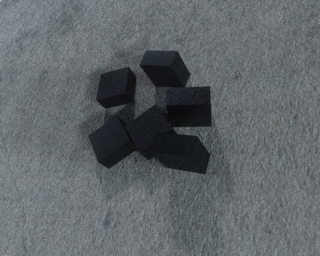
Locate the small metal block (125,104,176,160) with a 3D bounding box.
[{"bbox_3d":[-0.010,0.005,0.405,0.050,0.025,0.050,-36,51,4],"label":"small metal block"}]

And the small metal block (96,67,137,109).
[{"bbox_3d":[-0.066,-0.061,0.474,0.050,0.025,0.050,-11,57,22],"label":"small metal block"}]

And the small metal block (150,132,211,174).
[{"bbox_3d":[0.024,0.029,0.356,0.050,0.050,0.025,5,65,30],"label":"small metal block"}]

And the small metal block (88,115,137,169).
[{"bbox_3d":[-0.064,0.019,0.424,0.050,0.025,0.050,-35,51,4],"label":"small metal block"}]

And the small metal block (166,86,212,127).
[{"bbox_3d":[0.036,-0.024,0.376,0.050,0.050,0.025,-1,60,10],"label":"small metal block"}]

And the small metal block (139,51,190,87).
[{"bbox_3d":[0.008,-0.082,0.433,0.050,0.050,0.025,10,67,32],"label":"small metal block"}]
